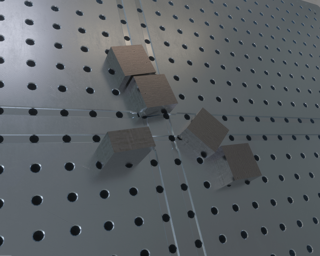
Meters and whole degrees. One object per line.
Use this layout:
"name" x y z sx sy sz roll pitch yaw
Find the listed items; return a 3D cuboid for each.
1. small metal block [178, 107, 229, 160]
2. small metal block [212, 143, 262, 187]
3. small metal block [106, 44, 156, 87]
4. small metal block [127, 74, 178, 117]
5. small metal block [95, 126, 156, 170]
"small metal block" 0.062 0.007 0.437 0.050 0.025 0.050 41 51 0
"small metal block" 0.107 0.051 0.434 0.050 0.025 0.050 -4 64 -30
"small metal block" -0.041 -0.089 0.440 0.050 0.025 0.050 -14 69 -34
"small metal block" -0.010 -0.046 0.430 0.050 0.025 0.050 -11 67 -33
"small metal block" -0.040 0.024 0.356 0.050 0.050 0.025 -8 66 -31
